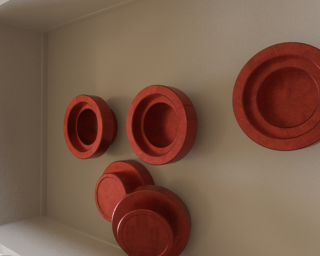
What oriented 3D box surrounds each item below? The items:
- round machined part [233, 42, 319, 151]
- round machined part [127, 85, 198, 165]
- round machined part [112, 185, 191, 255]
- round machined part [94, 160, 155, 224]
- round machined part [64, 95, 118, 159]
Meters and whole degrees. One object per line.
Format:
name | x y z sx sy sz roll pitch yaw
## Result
round machined part | 0.123 -0.028 0.294 0.098 0.042 0.097 0 90 40
round machined part | 0.007 -0.004 0.390 0.098 0.042 0.097 0 90 40
round machined part | -0.013 0.123 0.380 0.098 0.042 0.097 2 100 12
round machined part | -0.056 0.096 0.442 0.098 0.042 0.097 0 90 40
round machined part | -0.104 -0.002 0.482 0.098 0.042 0.097 0 90 40
